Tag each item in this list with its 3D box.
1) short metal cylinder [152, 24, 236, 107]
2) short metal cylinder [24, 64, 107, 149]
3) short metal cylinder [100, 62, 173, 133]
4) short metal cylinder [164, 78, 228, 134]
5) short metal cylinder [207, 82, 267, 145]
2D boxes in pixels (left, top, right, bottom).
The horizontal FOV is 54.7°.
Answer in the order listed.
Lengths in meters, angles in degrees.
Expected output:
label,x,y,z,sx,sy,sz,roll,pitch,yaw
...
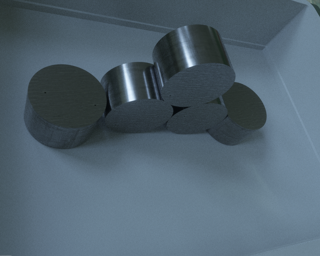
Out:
label,x,y,z,sx,sy,sz,roll,pitch,yaw
short metal cylinder,0.036,-0.065,0.339,0.081,0.080,0.050,2,61,-28
short metal cylinder,-0.106,-0.023,0.345,0.081,0.050,0.080,14,56,-21
short metal cylinder,-0.029,-0.034,0.373,0.081,0.080,0.050,2,61,-28
short metal cylinder,0.043,-0.032,0.411,0.081,0.080,0.050,2,61,-28
short metal cylinder,0.109,-0.021,0.458,0.081,0.050,0.080,14,56,-21
